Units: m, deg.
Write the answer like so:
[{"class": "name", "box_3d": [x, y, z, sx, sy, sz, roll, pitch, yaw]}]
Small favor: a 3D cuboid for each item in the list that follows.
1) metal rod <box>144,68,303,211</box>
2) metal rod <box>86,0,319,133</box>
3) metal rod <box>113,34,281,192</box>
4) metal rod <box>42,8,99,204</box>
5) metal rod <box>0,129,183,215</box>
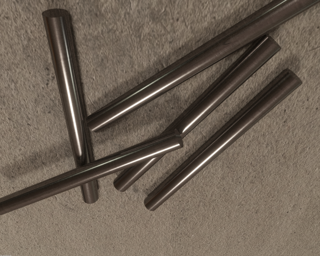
[{"class": "metal rod", "box_3d": [0.070, 0.033, 0.436, 0.025, 0.025, 0.298, 28, 125, -22]}, {"class": "metal rod", "box_3d": [0.036, -0.072, 0.346, 0.300, 0.025, 0.025, -28, 125, 21]}, {"class": "metal rod", "box_3d": [0.029, -0.002, 0.405, 0.025, 0.025, 0.299, 30, 124, -24]}, {"class": "metal rod", "box_3d": [-0.108, -0.001, 0.404, 0.025, 0.025, 0.298, 1, 130, -1]}, {"class": "metal rod", "box_3d": [-0.110, 0.066, 0.427, 0.300, 0.025, 0.025, -22, 127, 16]}]
